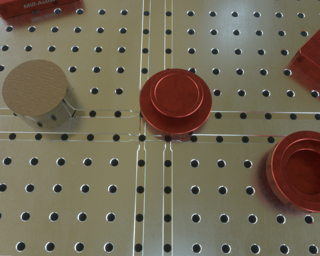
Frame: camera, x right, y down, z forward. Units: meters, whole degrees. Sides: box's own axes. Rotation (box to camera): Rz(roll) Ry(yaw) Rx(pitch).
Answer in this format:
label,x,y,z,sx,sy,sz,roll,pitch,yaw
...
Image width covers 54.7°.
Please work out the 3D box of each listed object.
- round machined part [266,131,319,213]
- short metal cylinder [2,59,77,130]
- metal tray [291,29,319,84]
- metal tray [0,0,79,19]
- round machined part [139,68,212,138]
label,x,y,z,sx,sy,sz,roll,pitch,yaw
round machined part,0.181,0.056,0.385,0.099,0.042,0.098,0,70,-1
short metal cylinder,-0.157,-0.043,0.412,0.081,0.050,0.080,0,70,-1
metal tray,0.272,-0.117,0.455,0.090,0.030,0.130,43,75,14
metal tray,-0.200,-0.233,0.491,0.131,0.030,0.090,-17,71,-7
round machined part,0.021,-0.038,0.417,0.099,0.042,0.098,0,70,-1
